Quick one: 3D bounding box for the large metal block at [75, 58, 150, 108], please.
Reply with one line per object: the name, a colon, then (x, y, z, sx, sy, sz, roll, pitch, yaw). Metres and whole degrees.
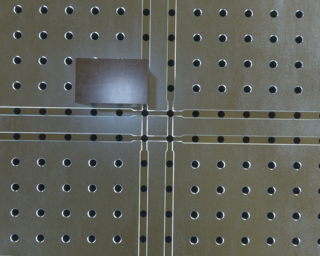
large metal block: (-0.054, -0.053, 0.386, 0.080, 0.080, 0.050, 1, 90, 0)
